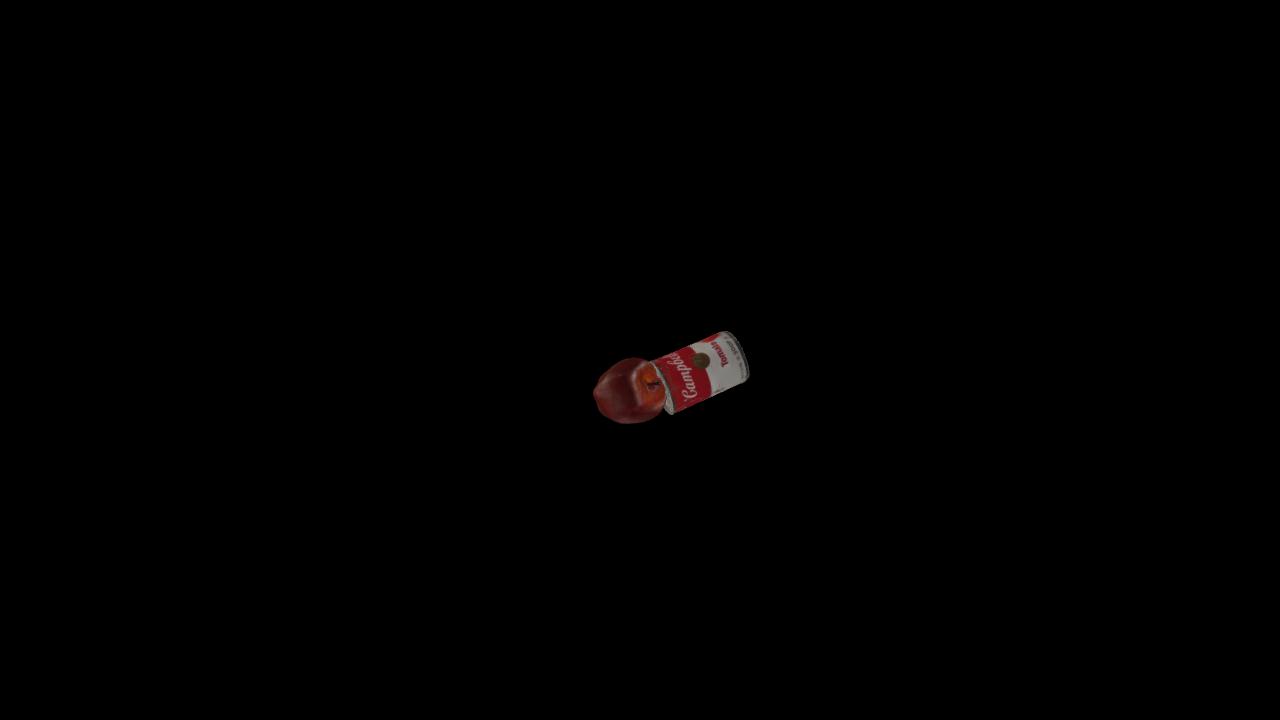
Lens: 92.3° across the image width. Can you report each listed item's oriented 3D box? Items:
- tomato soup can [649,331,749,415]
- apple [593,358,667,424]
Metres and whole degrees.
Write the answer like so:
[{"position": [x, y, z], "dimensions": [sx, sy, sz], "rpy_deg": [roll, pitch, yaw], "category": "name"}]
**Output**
[{"position": [0.068, 0.014, 0.717], "dimensions": [0.101, 0.068, 0.068], "rpy_deg": [-22, 5, -13], "category": "tomato soup can"}, {"position": [-0.011, 0.038, 0.726], "dimensions": [0.079, 0.079, 0.093], "rpy_deg": [0, -14, -46], "category": "apple"}]
